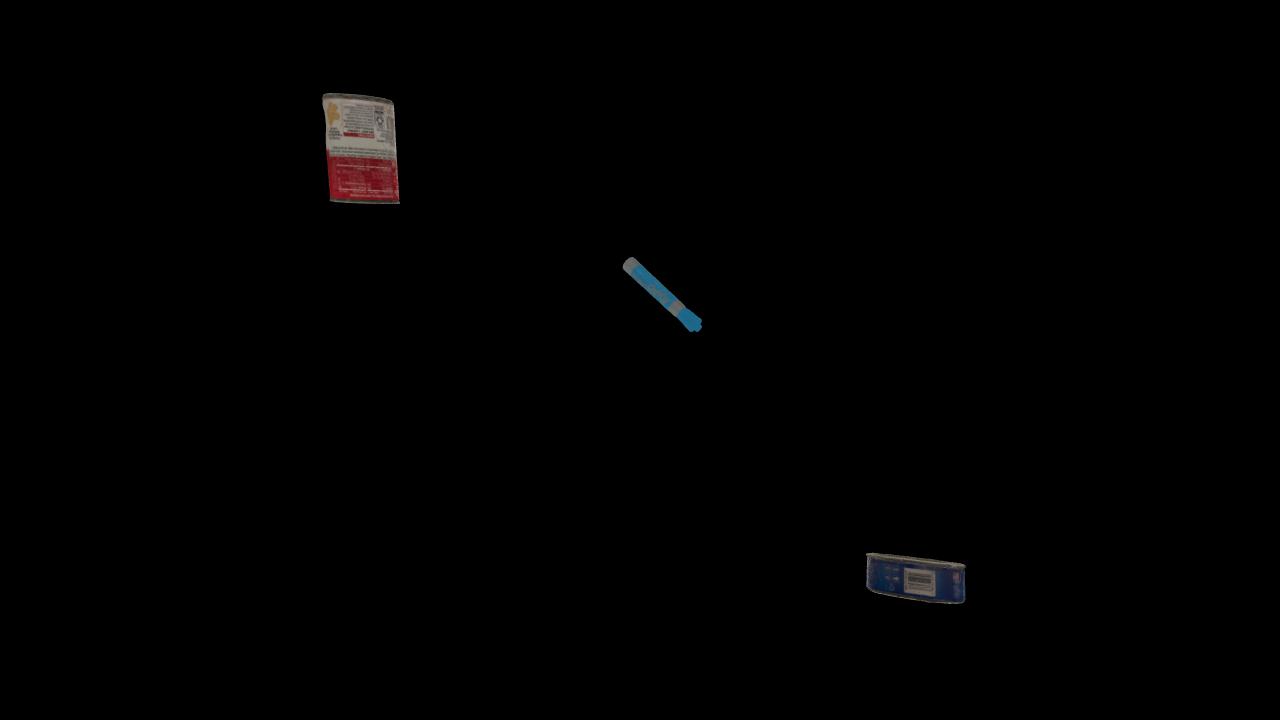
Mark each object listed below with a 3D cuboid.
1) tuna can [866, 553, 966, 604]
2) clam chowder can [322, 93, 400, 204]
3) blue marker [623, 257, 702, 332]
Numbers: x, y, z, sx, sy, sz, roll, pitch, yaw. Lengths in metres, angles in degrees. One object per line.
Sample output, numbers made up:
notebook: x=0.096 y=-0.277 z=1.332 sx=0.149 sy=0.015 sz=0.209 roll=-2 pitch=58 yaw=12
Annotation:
tuna can: x=0.252 y=0.199 z=0.563 sx=0.084 sy=0.034 sz=0.084 roll=5 pitch=-14 yaw=1
clam chowder can: x=-0.284 y=-0.213 z=0.628 sx=0.068 sy=0.102 sz=0.068 roll=3 pitch=16 yaw=-1
blue marker: x=0.026 y=-0.074 z=0.699 sx=0.121 sy=0.020 sz=0.020 roll=45 pitch=20 yaw=22
